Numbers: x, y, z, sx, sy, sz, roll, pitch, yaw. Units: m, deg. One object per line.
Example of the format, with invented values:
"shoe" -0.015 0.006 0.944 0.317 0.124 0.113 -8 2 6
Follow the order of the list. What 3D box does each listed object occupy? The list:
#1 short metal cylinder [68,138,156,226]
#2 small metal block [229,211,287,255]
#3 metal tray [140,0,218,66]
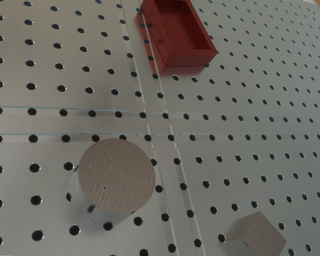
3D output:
"short metal cylinder" -0.052 0.058 0.329 0.081 0.050 0.080 14 56 -21
"small metal block" 0.123 0.142 0.387 0.050 0.025 0.050 49 51 6
"metal tray" 0.031 -0.166 0.521 0.091 0.030 0.130 -9 66 -32
